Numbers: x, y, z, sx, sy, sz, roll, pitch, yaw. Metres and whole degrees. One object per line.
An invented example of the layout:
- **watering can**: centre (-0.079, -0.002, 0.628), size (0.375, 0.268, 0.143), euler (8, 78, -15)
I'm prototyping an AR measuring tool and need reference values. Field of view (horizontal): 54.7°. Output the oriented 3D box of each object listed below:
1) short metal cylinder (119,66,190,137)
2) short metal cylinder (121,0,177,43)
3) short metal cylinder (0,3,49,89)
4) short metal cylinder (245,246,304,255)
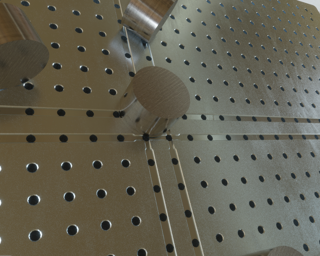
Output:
- **short metal cylinder**: centre (-0.007, -0.035, 0.411), size (0.081, 0.050, 0.080), euler (14, 56, -21)
- **short metal cylinder**: centre (-0.016, -0.178, 0.475), size (0.050, 0.080, 0.080), euler (35, 51, -6)
- **short metal cylinder**: centre (-0.170, -0.086, 0.334), size (0.081, 0.080, 0.050), euler (-25, 76, -37)
- **short metal cylinder**: centre (0.134, 0.182, 0.356), size (0.081, 0.050, 0.080), euler (14, 56, -21)
